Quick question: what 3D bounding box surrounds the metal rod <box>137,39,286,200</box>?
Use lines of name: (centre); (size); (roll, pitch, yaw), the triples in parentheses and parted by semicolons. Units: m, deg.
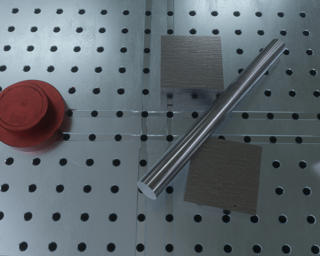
metal rod: (0.080, -0.029, 0.383); (0.025, 0.025, 0.301); (38, 59, 13)

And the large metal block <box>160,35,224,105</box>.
large metal block: (0.041, -0.079, 0.427); (0.081, 0.050, 0.080); (1, 70, 0)

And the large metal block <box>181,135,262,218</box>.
large metal block: (0.073, 0.060, 0.377); (0.080, 0.050, 0.080); (11, 70, 4)

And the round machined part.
round machined part: (-0.176, -0.021, 0.409); (0.099, 0.042, 0.098); (0, 70, 0)
